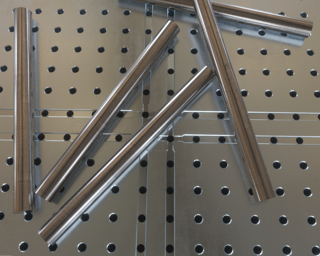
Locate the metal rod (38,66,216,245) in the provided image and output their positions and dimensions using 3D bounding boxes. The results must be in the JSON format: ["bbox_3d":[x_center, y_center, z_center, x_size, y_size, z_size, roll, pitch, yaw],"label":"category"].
[{"bbox_3d":[-0.033,0.025,0.402,0.025,0.025,0.301,41,75,13],"label":"metal rod"}]

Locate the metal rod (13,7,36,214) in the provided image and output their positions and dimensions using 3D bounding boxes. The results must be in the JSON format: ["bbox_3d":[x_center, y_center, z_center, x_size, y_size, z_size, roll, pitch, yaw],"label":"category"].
[{"bbox_3d":[-0.186,-0.037,0.424,0.025,0.025,0.299,-8,70,-3],"label":"metal rod"}]

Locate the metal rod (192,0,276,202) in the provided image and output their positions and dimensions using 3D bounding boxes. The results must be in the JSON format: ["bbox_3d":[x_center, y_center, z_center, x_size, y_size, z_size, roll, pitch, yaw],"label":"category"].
[{"bbox_3d":[0.094,-0.053,0.418,0.025,0.025,0.299,-13,75,-5],"label":"metal rod"}]

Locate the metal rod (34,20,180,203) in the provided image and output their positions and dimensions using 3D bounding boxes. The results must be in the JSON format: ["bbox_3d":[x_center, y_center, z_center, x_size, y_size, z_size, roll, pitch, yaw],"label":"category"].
[{"bbox_3d":[-0.062,-0.034,0.423,0.025,0.025,0.300,31,73,11],"label":"metal rod"}]

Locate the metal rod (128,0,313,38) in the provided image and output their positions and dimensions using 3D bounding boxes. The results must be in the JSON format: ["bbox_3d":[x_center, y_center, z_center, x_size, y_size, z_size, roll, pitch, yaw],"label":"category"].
[{"bbox_3d":[0.079,-0.184,0.479,0.301,0.025,0.025,14,71,5],"label":"metal rod"}]
